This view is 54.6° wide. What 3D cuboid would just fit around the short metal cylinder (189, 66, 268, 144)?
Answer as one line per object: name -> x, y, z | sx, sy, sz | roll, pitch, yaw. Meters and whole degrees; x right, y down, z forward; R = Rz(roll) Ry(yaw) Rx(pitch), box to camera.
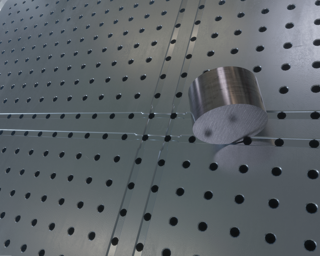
short metal cylinder -> 0.074, -0.023, 0.349 | 0.080, 0.080, 0.050 | -16, 55, 19
